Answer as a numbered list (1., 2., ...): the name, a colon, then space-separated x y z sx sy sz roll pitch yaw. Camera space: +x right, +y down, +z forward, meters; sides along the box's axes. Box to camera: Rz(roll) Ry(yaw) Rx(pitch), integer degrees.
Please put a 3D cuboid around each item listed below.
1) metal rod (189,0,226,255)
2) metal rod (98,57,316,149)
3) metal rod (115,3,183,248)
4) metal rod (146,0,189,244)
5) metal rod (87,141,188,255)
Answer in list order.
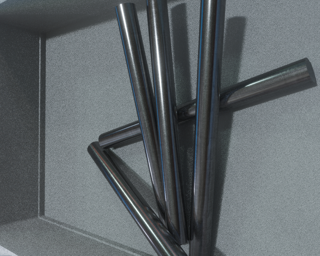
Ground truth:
1. metal rod: 0.050 0.015 0.338 0.025 0.025 0.298 11 105 39
2. metal rod: 0.028 -0.017 0.381 0.300 0.025 0.025 -18 79 38
3. metal rod: -0.012 0.000 0.382 0.025 0.025 0.298 -9 94 39
4. metal rod: 0.008 -0.016 0.364 0.025 0.025 0.298 -5 90 39
5. metal rod: -0.025 0.101 0.382 0.300 0.025 0.025 42 116 46
